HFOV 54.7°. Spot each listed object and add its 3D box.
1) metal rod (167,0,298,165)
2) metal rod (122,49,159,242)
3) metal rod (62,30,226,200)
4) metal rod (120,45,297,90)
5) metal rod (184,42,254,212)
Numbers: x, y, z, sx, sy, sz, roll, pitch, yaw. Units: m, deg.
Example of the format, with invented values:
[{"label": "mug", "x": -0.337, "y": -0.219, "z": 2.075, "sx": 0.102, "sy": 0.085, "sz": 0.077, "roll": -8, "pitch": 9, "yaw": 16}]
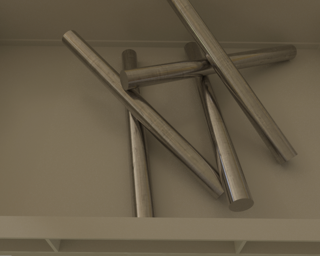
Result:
[{"label": "metal rod", "x": 0.081, "y": -0.087, "z": 0.410, "sx": 0.025, "sy": 0.025, "sz": 0.299, "roll": -26, "pitch": 76, "yaw": -21}, {"label": "metal rod", "x": -0.032, "y": -0.004, "z": 0.407, "sx": 0.025, "sy": 0.025, "sz": 0.300, "roll": -5, "pitch": 50, "yaw": -5}, {"label": "metal rod", "x": -0.029, "y": -0.029, "z": 0.394, "sx": 0.025, "sy": 0.025, "sz": 0.300, "roll": -35, "pitch": 69, "yaw": -26}, {"label": "metal rod", "x": 0.086, "y": -0.092, "z": 0.446, "sx": 0.303, "sy": 0.025, "sz": 0.025, "roll": -15, "pitch": 51, "yaw": -27}, {"label": "metal rod", "x": 0.067, "y": -0.029, "z": 0.412, "sx": 0.025, "sy": 0.025, "sz": 0.300, "roll": -4, "pitch": 45, "yaw": -4}]
